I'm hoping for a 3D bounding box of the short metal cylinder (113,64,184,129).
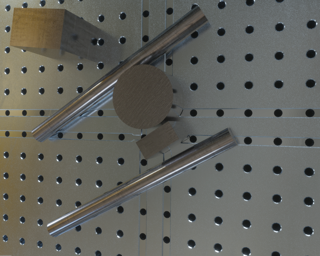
[{"bbox_3d":[-0.014,-0.038,0.403,0.080,0.050,0.079,0,90,19],"label":"short metal cylinder"}]

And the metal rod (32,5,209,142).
[{"bbox_3d":[-0.066,-0.067,0.434,0.300,0.025,0.025,-33,80,16],"label":"metal rod"}]

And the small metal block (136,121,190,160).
[{"bbox_3d":[0.005,0.015,0.397,0.050,0.050,0.025,-33,80,17],"label":"small metal block"}]

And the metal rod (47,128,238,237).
[{"bbox_3d":[-0.035,0.081,0.424,0.300,0.025,0.025,-30,81,17],"label":"metal rod"}]

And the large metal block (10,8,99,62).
[{"bbox_3d":[-0.144,-0.128,0.433,0.080,0.080,0.050,9,93,19],"label":"large metal block"}]
